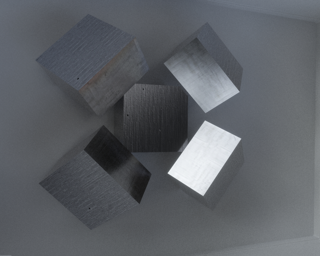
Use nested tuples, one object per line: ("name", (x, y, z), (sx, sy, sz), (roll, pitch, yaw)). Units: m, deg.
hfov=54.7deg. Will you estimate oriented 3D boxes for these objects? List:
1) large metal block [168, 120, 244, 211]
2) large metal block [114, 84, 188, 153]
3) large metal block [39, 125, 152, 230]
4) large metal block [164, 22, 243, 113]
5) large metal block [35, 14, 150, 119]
("large metal block", (0.063, 0.050, 0.395), (0.080, 0.050, 0.080), (-54, 151, -13))
("large metal block", (-0.012, -0.011, 0.390), (0.081, 0.050, 0.080), (1, 90, -20))
("large metal block", (-0.071, 0.057, 0.348), (0.080, 0.050, 0.080), (-34, 106, 29))
("large metal block", (0.059, -0.079, 0.395), (0.080, 0.050, 0.080), (48, 32, -13))
("large metal block", (-0.073, -0.070, 0.344), (0.080, 0.080, 0.050), (-48, 148, -14))
